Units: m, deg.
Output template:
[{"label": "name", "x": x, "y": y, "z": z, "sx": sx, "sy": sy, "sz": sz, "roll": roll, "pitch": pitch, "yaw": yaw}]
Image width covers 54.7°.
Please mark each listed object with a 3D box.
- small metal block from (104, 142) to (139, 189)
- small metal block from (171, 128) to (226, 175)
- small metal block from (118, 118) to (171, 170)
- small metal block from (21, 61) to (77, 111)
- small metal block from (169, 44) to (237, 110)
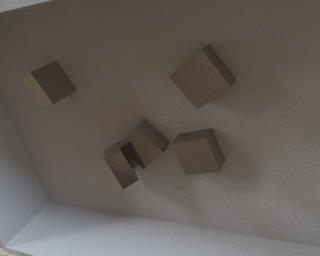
[{"label": "small metal block", "x": -0.057, "y": 0.053, "z": 0.451, "sx": 0.025, "sy": 0.050, "sz": 0.050, "roll": -30, "pitch": 106, "yaw": -4}, {"label": "small metal block", "x": 0.050, "y": 0.031, "z": 0.401, "sx": 0.050, "sy": 0.025, "sz": 0.050, "roll": -13, "pitch": 112, "yaw": 33}, {"label": "small metal block", "x": -0.022, "y": 0.022, "z": 0.433, "sx": 0.050, "sy": 0.025, "sz": 0.050, "roll": 43, "pitch": 129, "yaw": -2}, {"label": "small metal block", "x": -0.154, "y": -0.060, "z": 0.434, "sx": 0.025, "sy": 0.050, "sz": 0.050, "roll": -23, "pitch": 106, "yaw": 36}, {"label": "small metal block", "x": 0.048, "y": -0.057, "z": 0.348, "sx": 0.050, "sy": 0.025, "sz": 0.050, "roll": -35, "pitch": 99, "yaw": 38}]
